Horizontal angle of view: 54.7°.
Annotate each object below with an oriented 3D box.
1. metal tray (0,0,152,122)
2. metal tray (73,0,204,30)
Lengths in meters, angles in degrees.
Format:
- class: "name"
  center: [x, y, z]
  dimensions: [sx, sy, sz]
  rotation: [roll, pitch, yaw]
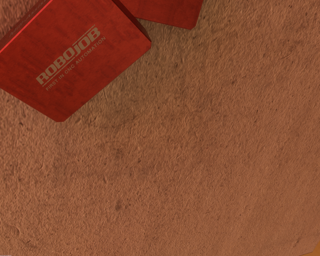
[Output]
- class: "metal tray"
  center: [-0.085, -0.072, 0.291]
  dimensions: [0.130, 0.030, 0.090]
  rotation: [-37, 132, 15]
- class: "metal tray"
  center: [-0.014, -0.154, 0.301]
  dimensions: [0.131, 0.030, 0.089]
  rotation: [2, 118, -29]
